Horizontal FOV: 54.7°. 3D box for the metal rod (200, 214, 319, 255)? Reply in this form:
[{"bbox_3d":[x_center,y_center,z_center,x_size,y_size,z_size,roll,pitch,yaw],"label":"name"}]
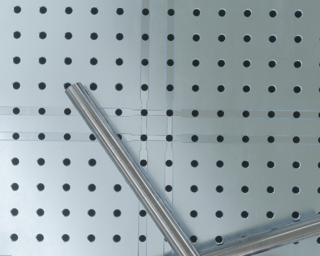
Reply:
[{"bbox_3d":[0.076,0.171,0.413,0.302,0.025,0.025,-17,90,0],"label":"metal rod"}]

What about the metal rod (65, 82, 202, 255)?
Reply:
[{"bbox_3d":[-0.029,0.068,0.399,0.025,0.025,0.299,-35,85,0],"label":"metal rod"}]
